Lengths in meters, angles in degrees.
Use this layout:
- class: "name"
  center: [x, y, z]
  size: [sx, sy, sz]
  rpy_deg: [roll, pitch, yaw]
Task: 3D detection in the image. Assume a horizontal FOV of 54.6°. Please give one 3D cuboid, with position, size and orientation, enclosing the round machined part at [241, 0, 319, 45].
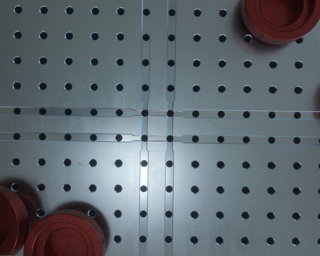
- class: "round machined part"
  center: [0.155, -0.157, 0.406]
  size: [0.099, 0.042, 0.097]
  rpy_deg: [0, 90, 0]

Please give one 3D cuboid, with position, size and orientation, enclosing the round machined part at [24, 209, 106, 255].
- class: "round machined part"
  center: [-0.120, 0.154, 0.404]
  size: [0.099, 0.042, 0.097]
  rpy_deg: [0, 90, 0]

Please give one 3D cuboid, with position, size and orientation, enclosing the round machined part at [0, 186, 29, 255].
- class: "round machined part"
  center: [-0.211, 0.122, 0.397]
  size: [0.098, 0.042, 0.098]
  rpy_deg: [-1, 86, 12]
